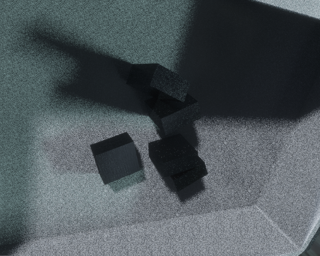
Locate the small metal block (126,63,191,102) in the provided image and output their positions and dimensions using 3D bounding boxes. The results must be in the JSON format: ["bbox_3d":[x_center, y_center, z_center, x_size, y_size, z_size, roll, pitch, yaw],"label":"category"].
[{"bbox_3d":[-0.002,-0.052,0.357,0.050,0.050,0.025,22,85,-37],"label":"small metal block"}]

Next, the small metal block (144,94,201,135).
[{"bbox_3d":[0.015,-0.023,0.388,0.050,0.050,0.025,-26,128,-13],"label":"small metal block"}]

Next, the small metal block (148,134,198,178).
[{"bbox_3d":[0.017,0.037,0.426,0.050,0.050,0.025,-15,125,-20],"label":"small metal block"}]

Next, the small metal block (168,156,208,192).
[{"bbox_3d":[0.032,0.056,0.447,0.050,0.050,0.025,-28,129,-11],"label":"small metal block"}]

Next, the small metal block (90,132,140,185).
[{"bbox_3d":[-0.058,0.039,0.403,0.050,0.025,0.050,-21,127,-17],"label":"small metal block"}]
